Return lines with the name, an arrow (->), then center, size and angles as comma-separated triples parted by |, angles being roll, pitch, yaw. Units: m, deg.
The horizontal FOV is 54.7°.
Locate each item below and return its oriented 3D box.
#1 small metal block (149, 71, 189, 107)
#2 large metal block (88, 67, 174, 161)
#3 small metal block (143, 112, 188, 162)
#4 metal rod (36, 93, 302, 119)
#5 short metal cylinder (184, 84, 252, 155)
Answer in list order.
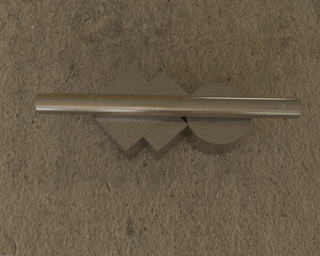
small metal block -> 0.012, -0.040, 0.411 | 0.025, 0.050, 0.050 | -41, 76, -13
large metal block -> -0.037, -0.018, 0.401 | 0.080, 0.050, 0.080 | -40, 75, -13
small metal block -> 0.007, 0.012, 0.393 | 0.050, 0.050, 0.025 | -40, 75, -13
metal rod -> 0.010, -0.026, 0.364 | 0.302, 0.025, 0.025 | 1, 70, 0
short metal cylinder -> 0.071, -0.010, 0.400 | 0.081, 0.050, 0.080 | 0, 70, 0
